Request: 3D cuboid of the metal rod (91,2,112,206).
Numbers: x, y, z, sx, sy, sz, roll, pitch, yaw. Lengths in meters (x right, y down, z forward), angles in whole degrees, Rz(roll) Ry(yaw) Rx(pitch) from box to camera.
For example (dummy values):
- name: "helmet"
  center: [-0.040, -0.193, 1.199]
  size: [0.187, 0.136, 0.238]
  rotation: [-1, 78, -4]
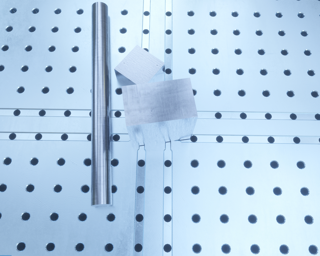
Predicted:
- name: "metal rod"
  center: [-0.082, -0.046, 0.427]
  size: [0.025, 0.025, 0.299]
  rotation: [-4, 70, -2]

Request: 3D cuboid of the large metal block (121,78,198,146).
- name: "large metal block"
  center: [-0.001, -0.017, 0.389]
  size: [0.081, 0.080, 0.050]
  rotation: [-8, 71, -3]

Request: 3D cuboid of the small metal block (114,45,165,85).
- name: "small metal block"
  center: [-0.028, -0.082, 0.441]
  size: [0.050, 0.025, 0.050]
  rotation: [36, 74, 12]
